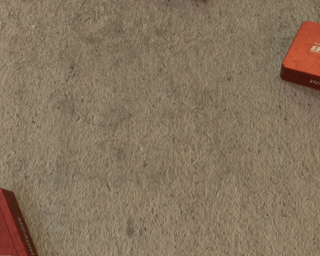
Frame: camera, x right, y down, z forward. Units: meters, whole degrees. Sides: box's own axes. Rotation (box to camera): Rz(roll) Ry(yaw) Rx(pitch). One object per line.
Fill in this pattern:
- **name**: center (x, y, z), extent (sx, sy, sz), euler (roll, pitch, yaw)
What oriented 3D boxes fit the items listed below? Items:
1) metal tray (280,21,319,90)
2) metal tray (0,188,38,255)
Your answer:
- **metal tray**: center (0.245, -0.092, 0.422), extent (0.130, 0.030, 0.090), euler (23, 71, 25)
- **metal tray**: center (-0.195, 0.145, 0.350), extent (0.090, 0.030, 0.130), euler (-27, 72, -10)
